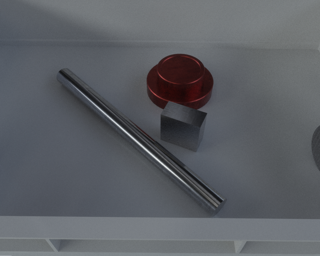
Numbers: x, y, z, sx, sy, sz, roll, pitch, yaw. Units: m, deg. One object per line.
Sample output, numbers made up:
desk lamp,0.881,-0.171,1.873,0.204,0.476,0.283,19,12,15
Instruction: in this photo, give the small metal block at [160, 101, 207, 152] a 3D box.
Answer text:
small metal block,0.029,-0.001,0.390,0.050,0.050,0.025,19,53,15

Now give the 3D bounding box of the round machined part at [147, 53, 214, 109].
round machined part,0.030,-0.072,0.455,0.099,0.042,0.098,0,50,0

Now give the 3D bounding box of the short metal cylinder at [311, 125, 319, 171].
short metal cylinder,0.222,0.026,0.350,0.050,0.080,0.080,-14,52,-12

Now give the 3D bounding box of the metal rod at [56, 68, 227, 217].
metal rod,-0.041,0.003,0.401,0.025,0.025,0.300,-37,59,-27
